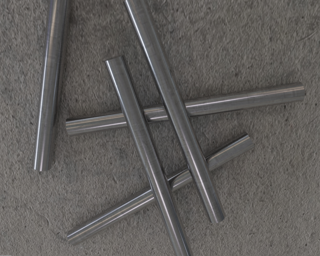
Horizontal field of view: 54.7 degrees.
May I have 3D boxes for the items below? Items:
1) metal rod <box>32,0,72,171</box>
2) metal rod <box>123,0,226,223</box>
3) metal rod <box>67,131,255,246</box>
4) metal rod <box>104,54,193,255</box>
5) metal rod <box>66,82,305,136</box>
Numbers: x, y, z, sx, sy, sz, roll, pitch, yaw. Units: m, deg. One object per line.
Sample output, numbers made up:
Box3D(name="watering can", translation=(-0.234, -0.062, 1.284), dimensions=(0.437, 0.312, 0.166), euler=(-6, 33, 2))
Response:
Box3D(name="metal rod", translation=(-0.129, -0.083, 0.377), dimensions=(0.025, 0.025, 0.298), euler=(12, 110, -5))
Box3D(name="metal rod", translation=(0.025, -0.008, 0.379), dimensions=(0.025, 0.025, 0.299), euler=(-20, 109, 7))
Box3D(name="metal rod", translation=(-0.006, 0.091, 0.442), dimensions=(0.300, 0.025, 0.025), euler=(-31, 107, 10))
Box3D(name="metal rod", translation=(-0.008, 0.054, 0.401), dimensions=(0.025, 0.025, 0.298), euler=(-16, 109, 6))
Box3D(name="metal rod", translation=(0.030, -0.024, 0.401), dimensions=(0.302, 0.025, 0.025), euler=(-9, 110, 3))
